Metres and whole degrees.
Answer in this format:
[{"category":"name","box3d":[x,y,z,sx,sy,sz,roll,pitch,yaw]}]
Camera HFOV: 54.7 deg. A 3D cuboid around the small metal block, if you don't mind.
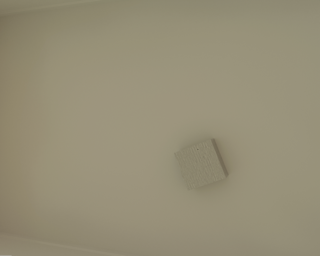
[{"category":"small metal block","box3d":[0.052,0.046,0.392,0.050,0.025,0.050,-23,83,18]}]
